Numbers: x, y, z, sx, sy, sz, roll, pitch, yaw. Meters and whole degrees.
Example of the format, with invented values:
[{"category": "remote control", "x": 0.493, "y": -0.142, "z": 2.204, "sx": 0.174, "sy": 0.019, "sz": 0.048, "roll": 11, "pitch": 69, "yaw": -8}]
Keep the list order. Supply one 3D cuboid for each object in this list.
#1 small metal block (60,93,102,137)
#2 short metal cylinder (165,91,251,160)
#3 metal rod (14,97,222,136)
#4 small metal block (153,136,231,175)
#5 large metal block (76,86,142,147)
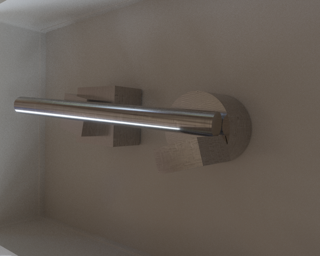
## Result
[{"category": "small metal block", "x": -0.109, "y": -0.019, "z": 0.427, "sx": 0.050, "sy": 0.025, "sz": 0.050, "roll": 17, "pitch": 100, "yaw": 38}, {"category": "short metal cylinder", "x": 0.053, "y": 0.001, "z": 0.343, "sx": 0.080, "sy": 0.050, "sz": 0.079, "roll": 0, "pitch": 90, "yaw": 39}, {"category": "metal rod", "x": -0.073, "y": -0.018, "z": 0.371, "sx": 0.300, "sy": 0.025, "sz": 0.025, "roll": 7, "pitch": 94, "yaw": 31}, {"category": "small metal block", "x": 0.031, "y": 0.026, "z": 0.295, "sx": 0.050, "sy": 0.050, "sz": 0.025, "roll": -18, "pitch": 79, "yaw": 38}, {"category": "large metal block", "x": -0.075, "y": -0.017, "z": 0.446, "sx": 0.080, "sy": 0.050, "sz": 0.079, "roll": 4, "pitch": 92, "yaw": 39}]
